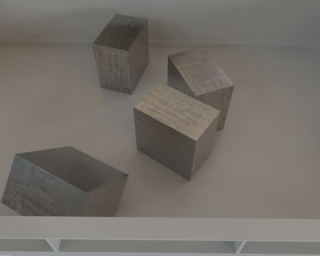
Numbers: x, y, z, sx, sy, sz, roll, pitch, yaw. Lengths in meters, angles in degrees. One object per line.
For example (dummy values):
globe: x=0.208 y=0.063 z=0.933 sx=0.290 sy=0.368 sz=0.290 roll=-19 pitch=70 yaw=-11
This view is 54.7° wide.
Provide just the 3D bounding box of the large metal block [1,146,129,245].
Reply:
large metal block: x=-0.091 y=0.060 z=0.310 sx=0.080 sy=0.050 sz=0.080 roll=23 pitch=10 yaw=18

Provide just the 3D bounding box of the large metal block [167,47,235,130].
large metal block: x=0.048 y=-0.046 z=0.409 sx=0.050 sy=0.080 sz=0.080 roll=-17 pitch=52 yaw=-14

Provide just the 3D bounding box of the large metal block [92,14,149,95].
large metal block: x=-0.054 y=-0.110 z=0.461 sx=0.050 sy=0.080 sz=0.080 roll=14 pitch=51 yaw=11

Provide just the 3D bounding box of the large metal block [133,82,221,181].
large metal block: x=0.018 y=0.005 z=0.366 sx=0.080 sy=0.080 sz=0.050 roll=29 pitch=56 yaw=22
